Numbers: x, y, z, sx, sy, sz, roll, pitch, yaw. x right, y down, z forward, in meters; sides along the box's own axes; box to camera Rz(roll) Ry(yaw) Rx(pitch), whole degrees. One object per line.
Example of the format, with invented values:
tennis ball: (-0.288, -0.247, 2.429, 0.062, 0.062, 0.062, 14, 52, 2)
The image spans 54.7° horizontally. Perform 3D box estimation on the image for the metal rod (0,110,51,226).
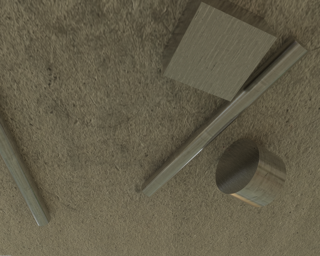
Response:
metal rod: (-0.210, 0.047, 0.444, 0.025, 0.025, 0.298, -2, 130, 1)

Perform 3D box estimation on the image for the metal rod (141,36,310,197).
metal rod: (0.066, 0.004, 0.410, 0.025, 0.025, 0.298, 28, 125, -22)

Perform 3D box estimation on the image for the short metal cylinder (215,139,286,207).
short metal cylinder: (0.122, 0.061, 0.425, 0.050, 0.080, 0.080, 28, 124, -22)

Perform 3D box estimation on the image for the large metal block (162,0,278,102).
large metal block: (0.056, -0.085, 0.319, 0.080, 0.050, 0.079, 19, 128, -16)
